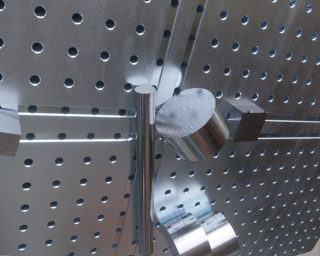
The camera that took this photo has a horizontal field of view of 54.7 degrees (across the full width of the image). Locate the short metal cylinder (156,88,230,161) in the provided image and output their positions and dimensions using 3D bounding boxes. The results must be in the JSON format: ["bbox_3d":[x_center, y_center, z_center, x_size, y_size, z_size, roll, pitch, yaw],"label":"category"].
[{"bbox_3d":[0.042,-0.005,0.395,0.080,0.080,0.050,-39,130,-2],"label":"short metal cylinder"}]

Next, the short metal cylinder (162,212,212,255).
[{"bbox_3d":[0.043,0.188,0.516,0.050,0.080,0.080,-22,127,-15],"label":"short metal cylinder"}]

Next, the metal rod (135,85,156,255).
[{"bbox_3d":[-0.021,0.081,0.449,0.025,0.025,0.298,-13,124,-22],"label":"metal rod"}]

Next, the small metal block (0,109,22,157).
[{"bbox_3d":[-0.168,0.001,0.304,0.050,0.050,0.025,11,113,-33],"label":"small metal block"}]

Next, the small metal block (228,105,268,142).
[{"bbox_3d":[0.132,-0.007,0.479,0.050,0.025,0.050,-1,119,-28],"label":"small metal block"}]

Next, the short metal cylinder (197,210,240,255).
[{"bbox_3d":[0.095,0.193,0.547,0.050,0.080,0.080,-23,127,-15],"label":"short metal cylinder"}]
